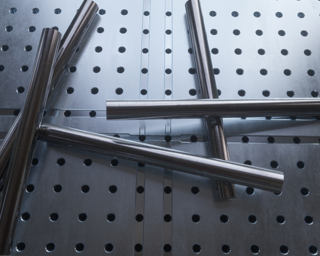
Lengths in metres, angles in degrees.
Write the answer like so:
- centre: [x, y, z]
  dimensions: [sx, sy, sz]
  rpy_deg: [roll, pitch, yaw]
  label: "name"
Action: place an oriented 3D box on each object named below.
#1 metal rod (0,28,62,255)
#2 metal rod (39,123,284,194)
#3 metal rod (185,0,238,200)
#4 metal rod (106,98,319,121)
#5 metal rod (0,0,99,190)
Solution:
- centre: [-0.167, 0.015, 0.385]
  dimensions: [0.025, 0.025, 0.299]
  rpy_deg: [8, 77, 2]
  label: "metal rod"
- centre: [-0.007, 0.034, 0.382]
  dimensions: [0.301, 0.025, 0.025]
  rpy_deg: [11, 70, 10]
  label: "metal rod"
- centre: [0.067, -0.053, 0.431]
  dimensions: [0.025, 0.025, 0.299]
  rpy_deg: [-6, 70, -2]
  label: "metal rod"
- centre: [0.085, -0.025, 0.396]
  dimensions: [0.302, 0.025, 0.025]
  rpy_deg: [-2, 70, -11]
  label: "metal rod"
- centre: [-0.159, -0.059, 0.431]
  dimensions: [0.025, 0.025, 0.300]
  rpy_deg: [19, 71, 6]
  label: "metal rod"
